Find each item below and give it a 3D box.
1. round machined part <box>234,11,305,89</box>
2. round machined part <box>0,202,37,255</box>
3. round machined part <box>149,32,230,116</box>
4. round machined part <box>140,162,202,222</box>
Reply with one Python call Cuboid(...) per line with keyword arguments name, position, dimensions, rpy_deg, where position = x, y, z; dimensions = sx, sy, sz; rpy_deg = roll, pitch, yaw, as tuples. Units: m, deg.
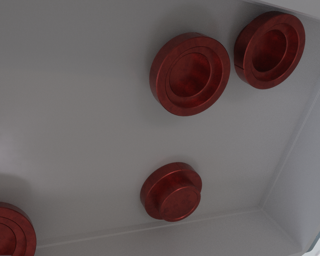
Cuboid(name="round machined part", position=(0.137, -0.104, 0.408), dimensions=(0.099, 0.042, 0.097), rpy_deg=(-14, 124, -21))
Cuboid(name="round machined part", position=(-0.197, 0.132, 0.357), dimensions=(0.099, 0.042, 0.097), rpy_deg=(-3, 96, -28))
Cuboid(name="round machined part", position=(0.032, -0.067, 0.374), dimensions=(0.099, 0.042, 0.097), rpy_deg=(-14, 124, -21))
Cuboid(name="round machined part", position=(0.023, 0.104, 0.474), dimensions=(0.099, 0.042, 0.097), rpy_deg=(-14, 124, -21))
